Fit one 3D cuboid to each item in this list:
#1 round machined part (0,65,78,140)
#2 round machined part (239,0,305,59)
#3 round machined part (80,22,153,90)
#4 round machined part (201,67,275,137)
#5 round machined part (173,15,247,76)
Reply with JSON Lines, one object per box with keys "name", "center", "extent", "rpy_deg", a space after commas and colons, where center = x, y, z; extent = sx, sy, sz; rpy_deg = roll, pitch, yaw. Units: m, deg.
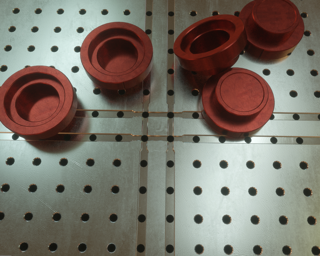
{"name": "round machined part", "center": [-0.159, -0.030, 0.413], "extent": [0.099, 0.042, 0.098], "rpy_deg": [0, 70, 0]}
{"name": "round machined part", "center": [0.166, -0.156, 0.460], "extent": [0.099, 0.042, 0.098], "rpy_deg": [0, 70, 0]}
{"name": "round machined part", "center": [-0.059, -0.097, 0.438], "extent": [0.099, 0.042, 0.098], "rpy_deg": [0, 70, 0]}
{"name": "round machined part", "center": [0.106, -0.040, 0.418], "extent": [0.099, 0.042, 0.098], "rpy_deg": [0, 70, 0]}
{"name": "round machined part", "center": [0.071, -0.110, 0.428], "extent": [0.098, 0.042, 0.098], "rpy_deg": [-17, 43, 16]}
